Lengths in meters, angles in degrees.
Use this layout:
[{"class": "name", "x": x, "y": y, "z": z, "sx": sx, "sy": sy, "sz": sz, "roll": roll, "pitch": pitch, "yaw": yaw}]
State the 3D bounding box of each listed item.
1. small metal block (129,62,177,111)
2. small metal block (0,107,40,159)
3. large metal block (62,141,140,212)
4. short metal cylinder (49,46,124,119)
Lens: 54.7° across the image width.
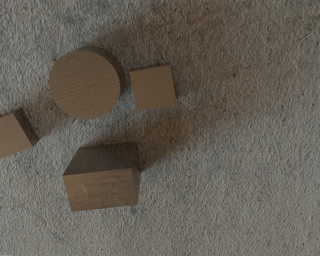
[{"class": "small metal block", "x": -0.008, "y": -0.053, "z": 0.390, "sx": 0.050, "sy": 0.025, "sz": 0.050, "roll": -9, "pitch": 110, "yaw": 3}, {"class": "small metal block", "x": -0.198, "y": 0.007, "z": 0.410, "sx": 0.050, "sy": 0.025, "sz": 0.050, "roll": -20, "pitch": 109, "yaw": 6}, {"class": "large metal block", "x": -0.070, "y": 0.060, "z": 0.402, "sx": 0.080, "sy": 0.080, "sz": 0.050, "roll": -7, "pitch": 110, "yaw": 2}, {"class": "short metal cylinder", "x": -0.086, "y": -0.056, "z": 0.375, "sx": 0.081, "sy": 0.050, "sz": 0.079, "roll": 0, "pitch": 110, "yaw": -1}]
